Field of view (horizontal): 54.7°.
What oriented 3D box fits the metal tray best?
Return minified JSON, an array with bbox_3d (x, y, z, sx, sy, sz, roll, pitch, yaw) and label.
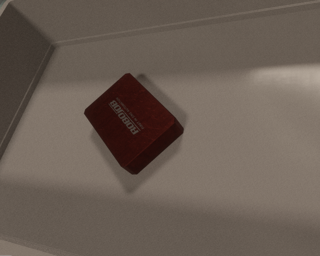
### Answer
[{"bbox_3d":[-0.040,-0.010,0.429,0.090,0.030,0.130,-42,51,-1],"label":"metal tray"}]
